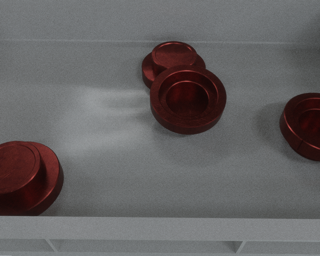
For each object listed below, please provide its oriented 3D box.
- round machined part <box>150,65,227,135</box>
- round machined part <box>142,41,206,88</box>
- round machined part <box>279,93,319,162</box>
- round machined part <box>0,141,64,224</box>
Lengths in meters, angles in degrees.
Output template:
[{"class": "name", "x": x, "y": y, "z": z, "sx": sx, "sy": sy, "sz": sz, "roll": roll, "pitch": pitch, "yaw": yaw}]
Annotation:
[{"class": "round machined part", "x": 0.036, "y": -0.034, "z": 0.415, "sx": 0.099, "sy": 0.042, "sz": 0.098, "roll": 1, "pitch": 61, "yaw": -1}, {"class": "round machined part", "x": 0.021, "y": -0.097, "z": 0.476, "sx": 0.099, "sy": 0.042, "sz": 0.098, "roll": 0, "pitch": 50, "yaw": 0}, {"class": "round machined part", "x": 0.202, "y": 0.004, "z": 0.394, "sx": 0.099, "sy": 0.042, "sz": 0.098, "roll": 0, "pitch": 50, "yaw": 0}, {"class": "round machined part", "x": -0.163, "y": 0.053, "z": 0.347, "sx": 0.099, "sy": 0.042, "sz": 0.098, "roll": 0, "pitch": 50, "yaw": 0}]
